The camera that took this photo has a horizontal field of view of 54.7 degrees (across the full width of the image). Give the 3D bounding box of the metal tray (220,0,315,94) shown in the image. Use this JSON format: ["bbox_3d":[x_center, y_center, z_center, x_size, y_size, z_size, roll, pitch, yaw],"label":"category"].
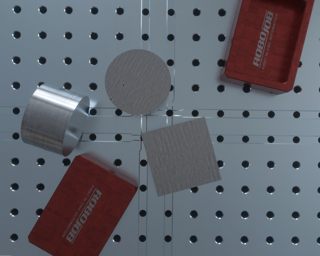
[{"bbox_3d":[0.141,-0.118,0.411,0.091,0.030,0.129,14,90,0],"label":"metal tray"}]

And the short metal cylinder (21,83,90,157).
[{"bbox_3d":[-0.127,-0.010,0.385,0.050,0.080,0.080,19,90,0],"label":"short metal cylinder"}]

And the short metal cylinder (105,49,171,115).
[{"bbox_3d":[-0.027,-0.056,0.400,0.081,0.050,0.079,0,90,0],"label":"short metal cylinder"}]

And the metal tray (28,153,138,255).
[{"bbox_3d":[-0.099,0.110,0.410,0.090,0.030,0.130,30,90,0],"label":"metal tray"}]

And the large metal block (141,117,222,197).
[{"bbox_3d":[0.026,0.035,0.401,0.080,0.050,0.080,-15,90,0],"label":"large metal block"}]
